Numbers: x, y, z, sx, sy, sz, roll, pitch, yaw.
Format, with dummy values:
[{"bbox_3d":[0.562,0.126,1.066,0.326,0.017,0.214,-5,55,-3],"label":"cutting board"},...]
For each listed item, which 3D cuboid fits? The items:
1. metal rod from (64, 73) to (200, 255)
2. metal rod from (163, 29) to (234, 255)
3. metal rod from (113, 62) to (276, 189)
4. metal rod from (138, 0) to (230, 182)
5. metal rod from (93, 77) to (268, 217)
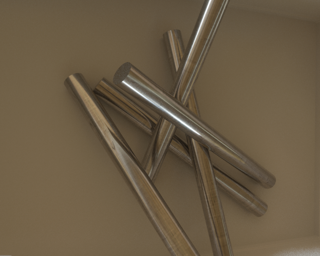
[{"bbox_3d":[-0.022,0.062,0.339,0.025,0.025,0.299,-30,76,-18],"label":"metal rod"},{"bbox_3d":[0.048,0.018,0.403,0.025,0.025,0.298,-11,85,-20],"label":"metal rod"},{"bbox_3d":[0.064,0.015,0.382,0.301,0.025,0.025,33,79,-37],"label":"metal rod"},{"bbox_3d":[0.029,-0.056,0.357,0.025,0.025,0.298,15,110,-20],"label":"metal rod"},{"bbox_3d":[0.037,0.035,0.424,0.301,0.025,0.025,38,78,-16],"label":"metal rod"}]
